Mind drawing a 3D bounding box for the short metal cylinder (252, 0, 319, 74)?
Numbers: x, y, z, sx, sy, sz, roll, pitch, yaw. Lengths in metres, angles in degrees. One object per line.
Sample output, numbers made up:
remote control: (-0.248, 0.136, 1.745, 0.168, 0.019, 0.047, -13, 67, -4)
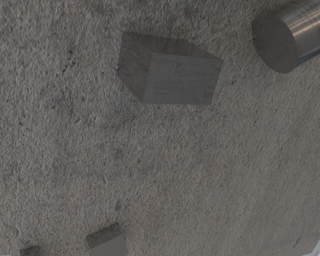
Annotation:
short metal cylinder: (0.163, -0.116, 0.389, 0.050, 0.080, 0.080, -30, 129, -10)

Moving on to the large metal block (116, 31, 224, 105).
large metal block: (0.007, -0.065, 0.335, 0.081, 0.080, 0.050, -1, 119, -28)

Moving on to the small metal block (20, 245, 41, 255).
small metal block: (-0.173, 0.198, 0.419, 0.025, 0.050, 0.050, -4, 120, -27)

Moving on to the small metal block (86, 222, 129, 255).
small metal block: (-0.080, 0.180, 0.475, 0.050, 0.025, 0.050, -21, 127, -16)
